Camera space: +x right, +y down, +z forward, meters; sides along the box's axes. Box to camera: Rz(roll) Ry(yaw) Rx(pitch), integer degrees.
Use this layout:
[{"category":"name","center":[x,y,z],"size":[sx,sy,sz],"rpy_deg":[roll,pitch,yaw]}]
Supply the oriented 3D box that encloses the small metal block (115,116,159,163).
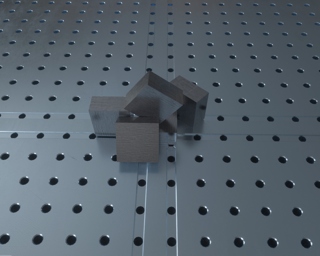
[{"category":"small metal block","center":[-0.026,0.014,0.377],"size":[0.050,0.050,0.025],"rpy_deg":[1,18,1]}]

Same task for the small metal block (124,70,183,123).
[{"category":"small metal block","center":[-0.008,-0.034,0.375],"size":[0.050,0.050,0.025],"rpy_deg":[27,45,-26]}]

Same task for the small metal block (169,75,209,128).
[{"category":"small metal block","center":[0.036,-0.036,0.422],"size":[0.050,0.050,0.025],"rpy_deg":[36,58,26]}]

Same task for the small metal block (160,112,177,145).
[{"category":"small metal block","center":[-0.003,-0.006,0.412],"size":[0.050,0.025,0.050],"rpy_deg":[2,50,0]}]

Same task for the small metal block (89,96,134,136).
[{"category":"small metal block","center":[-0.061,-0.014,0.403],"size":[0.050,0.050,0.025],"rpy_deg":[1,51,1]}]
